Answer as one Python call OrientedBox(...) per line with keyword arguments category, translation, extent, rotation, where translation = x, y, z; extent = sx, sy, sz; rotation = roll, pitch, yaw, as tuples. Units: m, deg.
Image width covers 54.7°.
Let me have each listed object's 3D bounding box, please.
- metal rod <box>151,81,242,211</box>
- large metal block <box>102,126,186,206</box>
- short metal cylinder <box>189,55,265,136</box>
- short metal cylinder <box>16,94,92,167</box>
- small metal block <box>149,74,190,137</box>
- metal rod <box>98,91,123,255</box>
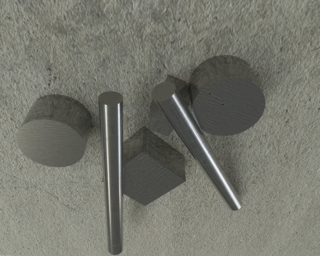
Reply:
OrientedBox(category="metal rod", translation=(0.064, 0.045, 0.406), extent=(0.025, 0.025, 0.300), rotation=(-19, 140, 15))
OrientedBox(category="large metal block", translation=(-0.022, 0.056, 0.439), extent=(0.080, 0.050, 0.080), rotation=(-37, 121, 27))
OrientedBox(category="short metal cylinder", translation=(0.075, -0.037, 0.360), extent=(0.081, 0.050, 0.079), rotation=(0, 130, 0))
OrientedBox(category="short metal cylinder", translation=(-0.131, 0.004, 0.393), extent=(0.081, 0.050, 0.079), rotation=(0, 130, 0))
OrientedBox(category="small metal block", translation=(0.010, -0.027, 0.368), extent=(0.025, 0.050, 0.050), rotation=(21, 127, -17))
OrientedBox(category="metal rod", translation=(-0.061, 0.083, 0.411), extent=(0.025, 0.025, 0.298), rotation=(3, 130, -3))
